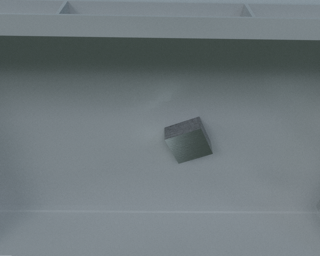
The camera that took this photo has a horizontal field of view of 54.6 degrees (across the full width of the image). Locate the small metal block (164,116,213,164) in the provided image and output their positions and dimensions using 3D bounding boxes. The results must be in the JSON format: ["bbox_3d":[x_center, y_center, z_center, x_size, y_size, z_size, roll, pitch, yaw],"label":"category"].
[{"bbox_3d":[0.039,0.017,0.424,0.050,0.025,0.050,-18,128,15],"label":"small metal block"}]
